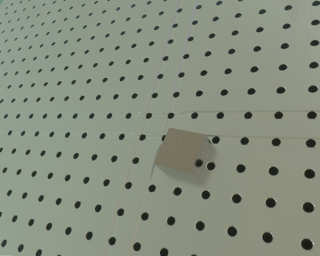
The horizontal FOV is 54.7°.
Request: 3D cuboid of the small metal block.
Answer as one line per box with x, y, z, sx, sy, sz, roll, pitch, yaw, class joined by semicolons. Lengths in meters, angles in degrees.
0.028;0.031;0.374;0.050;0.025;0.050;11;67;32;small metal block
